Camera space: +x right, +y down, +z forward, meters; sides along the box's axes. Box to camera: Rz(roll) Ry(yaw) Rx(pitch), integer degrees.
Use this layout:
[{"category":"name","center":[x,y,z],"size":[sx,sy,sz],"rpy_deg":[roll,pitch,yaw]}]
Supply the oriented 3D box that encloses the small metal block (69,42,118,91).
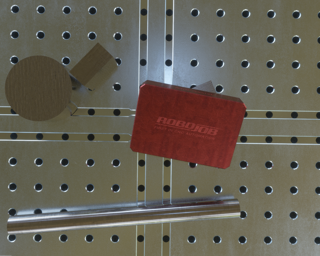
[{"category":"small metal block","center":[-0.084,-0.077,0.400],"size":[0.025,0.050,0.050],"rpy_deg":[44,90,-1]}]

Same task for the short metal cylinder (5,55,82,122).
[{"category":"short metal cylinder","center":[-0.147,-0.048,0.399],"size":[0.081,0.050,0.079],"rpy_deg":[0,90,-1]}]

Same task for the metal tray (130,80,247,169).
[{"category":"metal tray","center":[0.034,-0.004,0.398],"size":[0.131,0.030,0.089],"rpy_deg":[11,108,-1]}]

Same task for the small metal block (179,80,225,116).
[{"category":"small metal block","center":[0.053,-0.030,0.414],"size":[0.050,0.025,0.050],"rpy_deg":[-23,90,0]}]

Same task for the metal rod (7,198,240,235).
[{"category":"metal rod","center":[-0.046,0.118,0.412],"size":[0.302,0.025,0.025],"rpy_deg":[-4,90,-1]}]
